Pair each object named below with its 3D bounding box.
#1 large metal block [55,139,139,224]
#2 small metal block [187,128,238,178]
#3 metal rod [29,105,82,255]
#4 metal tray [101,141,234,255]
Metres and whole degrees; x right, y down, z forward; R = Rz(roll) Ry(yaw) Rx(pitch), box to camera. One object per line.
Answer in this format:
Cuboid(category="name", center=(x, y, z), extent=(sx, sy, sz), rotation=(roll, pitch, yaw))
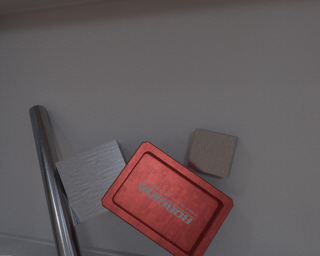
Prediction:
Cuboid(category="large metal block", center=(-0.079, 0.069, 0.409), extent=(0.080, 0.050, 0.080), rotation=(-22, 82, -5))
Cuboid(category="small metal block", center=(0.066, 0.030, 0.387), extent=(0.050, 0.025, 0.050), rotation=(13, 94, 19))
Cuboid(category="metal rod", center=(-0.131, 0.081, 0.389), extent=(0.025, 0.025, 0.300), rotation=(-40, 53, 15))
Cuboid(category="metal tray", center=(0.009, 0.088, 0.370), extent=(0.130, 0.030, 0.090), rotation=(35, 79, 1))
